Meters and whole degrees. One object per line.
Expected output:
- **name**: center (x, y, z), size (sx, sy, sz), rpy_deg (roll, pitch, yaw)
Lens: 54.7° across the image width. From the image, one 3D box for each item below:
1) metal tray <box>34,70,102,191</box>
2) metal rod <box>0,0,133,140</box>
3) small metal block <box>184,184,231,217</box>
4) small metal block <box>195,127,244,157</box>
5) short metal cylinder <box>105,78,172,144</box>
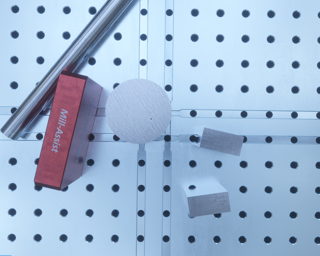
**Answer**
- **metal tray**: center (-0.108, 0.003, 0.379), size (0.030, 0.090, 0.129), rpy_deg (13, 90, 0)
- **metal rod**: center (-0.105, -0.107, 0.411), size (0.025, 0.025, 0.300), rpy_deg (39, 90, -1)
- **small metal block**: center (0.060, 0.093, 0.402), size (0.050, 0.050, 0.025), rpy_deg (-8, 90, 0)
- **small metal block**: center (0.075, 0.017, 0.402), size (0.050, 0.050, 0.025), rpy_deg (13, 90, -1)
- **short metal cylinder**: center (-0.026, -0.021, 0.401), size (0.081, 0.050, 0.079), rpy_deg (0, 90, -1)
